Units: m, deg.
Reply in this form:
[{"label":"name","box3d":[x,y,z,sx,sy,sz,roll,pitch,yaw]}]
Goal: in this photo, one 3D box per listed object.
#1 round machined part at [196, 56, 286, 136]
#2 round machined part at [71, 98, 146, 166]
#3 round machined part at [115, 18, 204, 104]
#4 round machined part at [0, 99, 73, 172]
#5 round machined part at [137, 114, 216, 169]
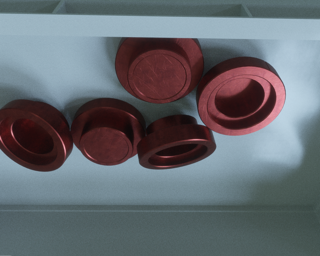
[{"label":"round machined part","box3d":[0.091,-0.041,0.365,0.099,0.042,0.097,-1,130,0]},{"label":"round machined part","box3d":[-0.068,0.012,0.407,0.099,0.042,0.097,0,130,0]},{"label":"round machined part","box3d":[0.000,-0.066,0.342,0.099,0.042,0.097,-1,130,0]},{"label":"round machined part","box3d":[-0.155,0.005,0.390,0.098,0.042,0.097,8,127,11]},{"label":"round machined part","box3d":[0.018,0.017,0.396,0.099,0.042,0.098,-10,156,-4]}]
